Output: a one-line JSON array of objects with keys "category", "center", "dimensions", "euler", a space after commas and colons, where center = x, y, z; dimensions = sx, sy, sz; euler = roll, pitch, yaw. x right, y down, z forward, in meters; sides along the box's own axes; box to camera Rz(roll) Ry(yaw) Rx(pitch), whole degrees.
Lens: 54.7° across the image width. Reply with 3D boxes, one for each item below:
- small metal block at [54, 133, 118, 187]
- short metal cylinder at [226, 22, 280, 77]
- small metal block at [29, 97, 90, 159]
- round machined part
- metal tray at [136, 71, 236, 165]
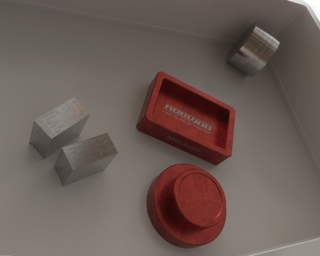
[{"category": "small metal block", "center": [-0.079, 0.034, 0.327], "dimensions": [0.050, 0.050, 0.025], "euler": [-20, 73, -36]}, {"category": "short metal cylinder", "center": [0.162, -0.137, 0.544], "dimensions": [0.050, 0.080, 0.080], "euler": [34, 51, -7]}, {"category": "small metal block", "center": [-0.108, 0.000, 0.332], "dimensions": [0.025, 0.050, 0.050], "euler": [47, 51, 4]}, {"category": "round machined part", "center": [0.038, 0.087, 0.364], "dimensions": [0.099, 0.042, 0.098], "euler": [14, 56, -21]}, {"category": "metal tray", "center": [0.041, -0.014, 0.434], "dimensions": [0.131, 0.030, 0.090], "euler": [25, 53, -13]}]
